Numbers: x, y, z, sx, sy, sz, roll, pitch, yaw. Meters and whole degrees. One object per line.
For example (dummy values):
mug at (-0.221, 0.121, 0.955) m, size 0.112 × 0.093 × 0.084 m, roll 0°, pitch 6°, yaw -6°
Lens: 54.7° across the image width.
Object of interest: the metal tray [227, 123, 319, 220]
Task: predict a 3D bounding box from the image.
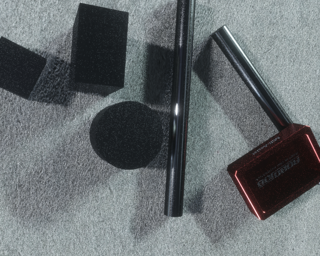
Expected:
metal tray at (0.177, 0.063, 0.458) m, size 0.131 × 0.030 × 0.090 m, roll -32°, pitch 103°, yaw -6°

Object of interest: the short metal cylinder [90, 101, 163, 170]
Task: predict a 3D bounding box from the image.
short metal cylinder at (-0.042, 0.008, 0.381) m, size 0.081 × 0.050 × 0.079 m, roll 0°, pitch 90°, yaw -21°

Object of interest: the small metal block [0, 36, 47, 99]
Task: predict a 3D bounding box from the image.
small metal block at (-0.163, -0.066, 0.349) m, size 0.050 × 0.025 × 0.050 m, roll 27°, pitch 81°, yaw -19°

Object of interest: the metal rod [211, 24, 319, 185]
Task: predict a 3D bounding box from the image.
metal rod at (0.176, -0.027, 0.475) m, size 0.025 × 0.025 × 0.300 m, roll -43°, pitch 104°, yaw -15°

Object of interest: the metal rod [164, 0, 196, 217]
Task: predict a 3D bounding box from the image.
metal rod at (0.027, -0.032, 0.420) m, size 0.025 × 0.025 × 0.298 m, roll 4°, pitch 89°, yaw -20°

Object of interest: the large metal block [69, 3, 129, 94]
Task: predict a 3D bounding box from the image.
large metal block at (-0.073, -0.084, 0.353) m, size 0.050 × 0.080 × 0.080 m, roll 4°, pitch 89°, yaw -20°
